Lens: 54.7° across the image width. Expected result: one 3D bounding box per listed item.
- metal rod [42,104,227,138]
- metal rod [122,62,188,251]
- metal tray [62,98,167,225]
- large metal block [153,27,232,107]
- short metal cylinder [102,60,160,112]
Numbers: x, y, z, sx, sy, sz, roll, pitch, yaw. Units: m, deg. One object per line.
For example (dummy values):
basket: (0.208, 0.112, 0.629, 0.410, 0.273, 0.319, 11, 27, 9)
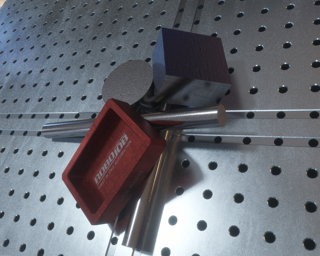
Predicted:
metal rod: (-0.057, -0.004, 0.420, 0.300, 0.025, 0.025, -4, 60, 34)
metal rod: (0.005, 0.001, 0.405, 0.025, 0.025, 0.300, 1, 62, 29)
metal tray: (-0.061, 0.041, 0.379, 0.090, 0.030, 0.129, 44, 108, 33)
large metal block: (0.037, -0.075, 0.394, 0.081, 0.050, 0.080, 6, 56, -15)
short metal cylinder: (-0.035, -0.050, 0.440, 0.080, 0.050, 0.080, -13, 56, 21)
